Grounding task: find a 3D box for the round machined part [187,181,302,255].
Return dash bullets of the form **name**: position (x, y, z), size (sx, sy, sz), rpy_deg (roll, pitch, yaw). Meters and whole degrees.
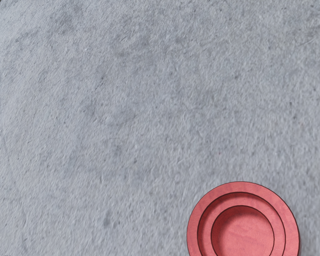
- **round machined part**: position (0.078, 0.103, 0.288), size (0.098, 0.042, 0.098), rpy_deg (-13, 56, 20)
